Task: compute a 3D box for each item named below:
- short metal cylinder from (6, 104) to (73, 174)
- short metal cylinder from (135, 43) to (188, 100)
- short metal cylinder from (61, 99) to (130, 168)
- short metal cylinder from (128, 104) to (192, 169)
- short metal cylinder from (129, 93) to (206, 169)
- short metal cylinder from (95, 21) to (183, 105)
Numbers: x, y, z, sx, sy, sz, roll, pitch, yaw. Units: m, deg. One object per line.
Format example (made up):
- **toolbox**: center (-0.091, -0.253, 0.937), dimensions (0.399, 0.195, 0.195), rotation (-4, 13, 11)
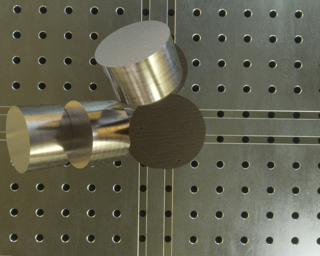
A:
- **short metal cylinder**: center (-0.148, 0.011, 0.378), dimensions (0.050, 0.080, 0.080), rotation (-8, 90, -42)
- **short metal cylinder**: center (-0.006, -0.071, 0.400), dimensions (0.081, 0.050, 0.079), rotation (0, 90, 0)
- **short metal cylinder**: center (-0.080, 0.005, 0.378), dimensions (0.050, 0.080, 0.080), rotation (-7, 90, -42)
- **short metal cylinder**: center (-0.002, 0.009, 0.400), dimensions (0.081, 0.050, 0.079), rotation (0, 90, 0)
- **short metal cylinder**: center (0.008, 0.003, 0.349), dimensions (0.081, 0.050, 0.079), rotation (0, 90, 0)
- **short metal cylinder**: center (-0.021, -0.070, 0.329), dimensions (0.080, 0.080, 0.050), rotation (-24, 133, 0)
